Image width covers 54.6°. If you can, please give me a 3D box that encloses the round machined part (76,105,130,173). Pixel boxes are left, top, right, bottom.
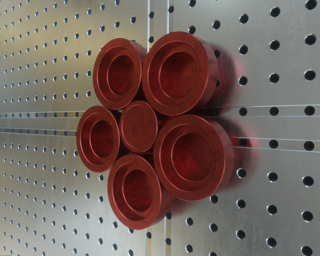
[{"bbox_3d":[-0.079,0.016,0.464,0.098,0.042,0.097,0,90,40],"label":"round machined part"}]

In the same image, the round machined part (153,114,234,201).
[{"bbox_3d":[0.042,0.033,0.364,0.098,0.042,0.097,0,90,40],"label":"round machined part"}]

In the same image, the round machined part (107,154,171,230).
[{"bbox_3d":[-0.023,0.082,0.418,0.098,0.042,0.097,0,90,40],"label":"round machined part"}]

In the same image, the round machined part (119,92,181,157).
[{"bbox_3d":[-0.016,-0.002,0.412,0.098,0.042,0.097,0,90,40],"label":"round machined part"}]

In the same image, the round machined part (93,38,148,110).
[{"bbox_3d":[-0.048,-0.074,0.439,0.098,0.042,0.097,0,90,40],"label":"round machined part"}]

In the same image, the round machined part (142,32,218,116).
[{"bbox_3d":[0.028,-0.063,0.376,0.098,0.042,0.097,0,90,40],"label":"round machined part"}]
